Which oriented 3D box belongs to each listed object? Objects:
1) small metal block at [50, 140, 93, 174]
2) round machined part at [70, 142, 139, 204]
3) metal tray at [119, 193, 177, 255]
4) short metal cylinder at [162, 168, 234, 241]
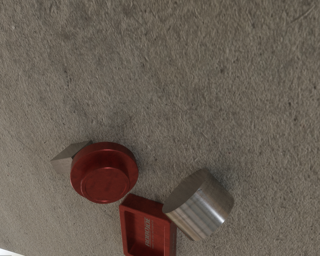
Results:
[{"bbox_3d":[-0.135,0.046,0.490,0.050,0.050,0.025,-12,112,33],"label":"small metal block"},{"bbox_3d":[-0.080,0.072,0.451,0.099,0.042,0.097,-7,123,-10],"label":"round machined part"},{"bbox_3d":[-0.019,0.179,0.524,0.090,0.030,0.129,13,124,20],"label":"metal tray"},{"bbox_3d":[0.049,0.099,0.407,0.050,0.080,0.080,47,129,-5],"label":"short metal cylinder"}]
